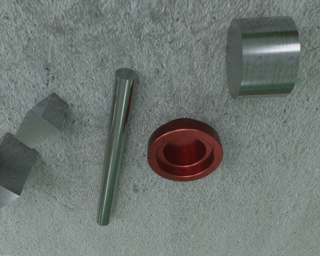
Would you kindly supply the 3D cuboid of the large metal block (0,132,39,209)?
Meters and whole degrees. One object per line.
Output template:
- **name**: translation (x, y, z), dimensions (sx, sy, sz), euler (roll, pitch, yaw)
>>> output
- **large metal block**: translation (-0.224, 0.065, 0.423), dimensions (0.080, 0.080, 0.050), euler (-32, 124, 24)

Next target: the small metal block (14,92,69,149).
- **small metal block**: translation (-0.145, -0.010, 0.380), dimensions (0.050, 0.050, 0.025), euler (-30, 124, 23)

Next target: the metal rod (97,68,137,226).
- **metal rod**: translation (-0.069, 0.049, 0.448), dimensions (0.025, 0.025, 0.298), euler (9, 130, -8)

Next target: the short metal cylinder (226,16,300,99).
- **short metal cylinder**: translation (0.099, -0.070, 0.313), dimensions (0.050, 0.080, 0.079), euler (-3, 130, 2)

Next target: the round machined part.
- **round machined part**: translation (0.032, 0.025, 0.418), dimensions (0.099, 0.042, 0.097), euler (-1, 130, 0)
